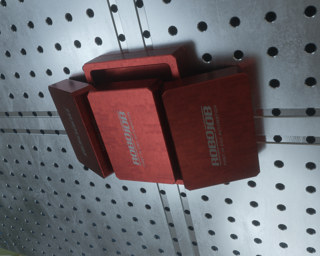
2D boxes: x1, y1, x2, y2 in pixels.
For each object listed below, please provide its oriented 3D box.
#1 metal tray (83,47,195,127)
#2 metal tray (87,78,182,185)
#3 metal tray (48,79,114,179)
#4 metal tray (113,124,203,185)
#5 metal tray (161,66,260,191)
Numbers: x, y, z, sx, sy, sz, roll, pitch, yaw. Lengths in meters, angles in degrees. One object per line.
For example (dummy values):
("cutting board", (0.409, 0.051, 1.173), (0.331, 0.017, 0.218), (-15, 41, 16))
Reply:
("metal tray", (-0.025, -0.048, 0.390), (0.130, 0.030, 0.089), (0, 119, 27))
("metal tray", (-0.028, 0.007, 0.386), (0.090, 0.030, 0.129), (0, 118, 28))
("metal tray", (-0.106, 0.000, 0.438), (0.090, 0.030, 0.129), (19, 131, 49))
("metal tray", (-0.004, 0.031, 0.429), (0.130, 0.030, 0.089), (0, 119, 27))
("metal tray", (0.059, 0.004, 0.354), (0.090, 0.030, 0.129), (-13, 115, 3))
